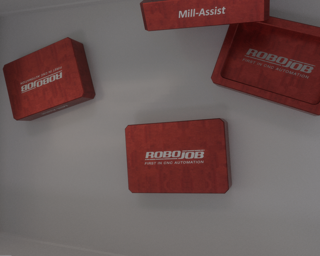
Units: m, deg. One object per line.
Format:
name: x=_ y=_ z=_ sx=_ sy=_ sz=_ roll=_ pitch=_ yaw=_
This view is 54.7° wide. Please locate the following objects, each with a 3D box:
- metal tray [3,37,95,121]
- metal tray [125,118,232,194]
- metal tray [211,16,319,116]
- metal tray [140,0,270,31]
metal tray: x=-0.169 y=-0.070 z=0.468 sx=0.130 sy=0.030 sz=0.090 roll=-16 pitch=85 yaw=19
metal tray: x=0.022 y=0.037 z=0.400 sx=0.130 sy=0.030 sz=0.089 roll=-4 pitch=89 yaw=19
metal tray: x=0.136 y=-0.076 z=0.359 sx=0.130 sy=0.030 sz=0.089 roll=21 pitch=97 yaw=18
metal tray: x=0.054 y=-0.143 z=0.347 sx=0.130 sy=0.090 sz=0.030 roll=1 pitch=125 yaw=18
